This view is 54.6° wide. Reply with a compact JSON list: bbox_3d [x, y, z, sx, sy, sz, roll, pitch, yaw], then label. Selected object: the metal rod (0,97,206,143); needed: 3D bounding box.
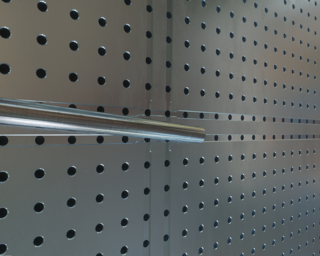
[{"bbox_3d":[-0.058,-0.005,0.359,0.302,0.025,0.025,7,86,-40],"label":"metal rod"}]
